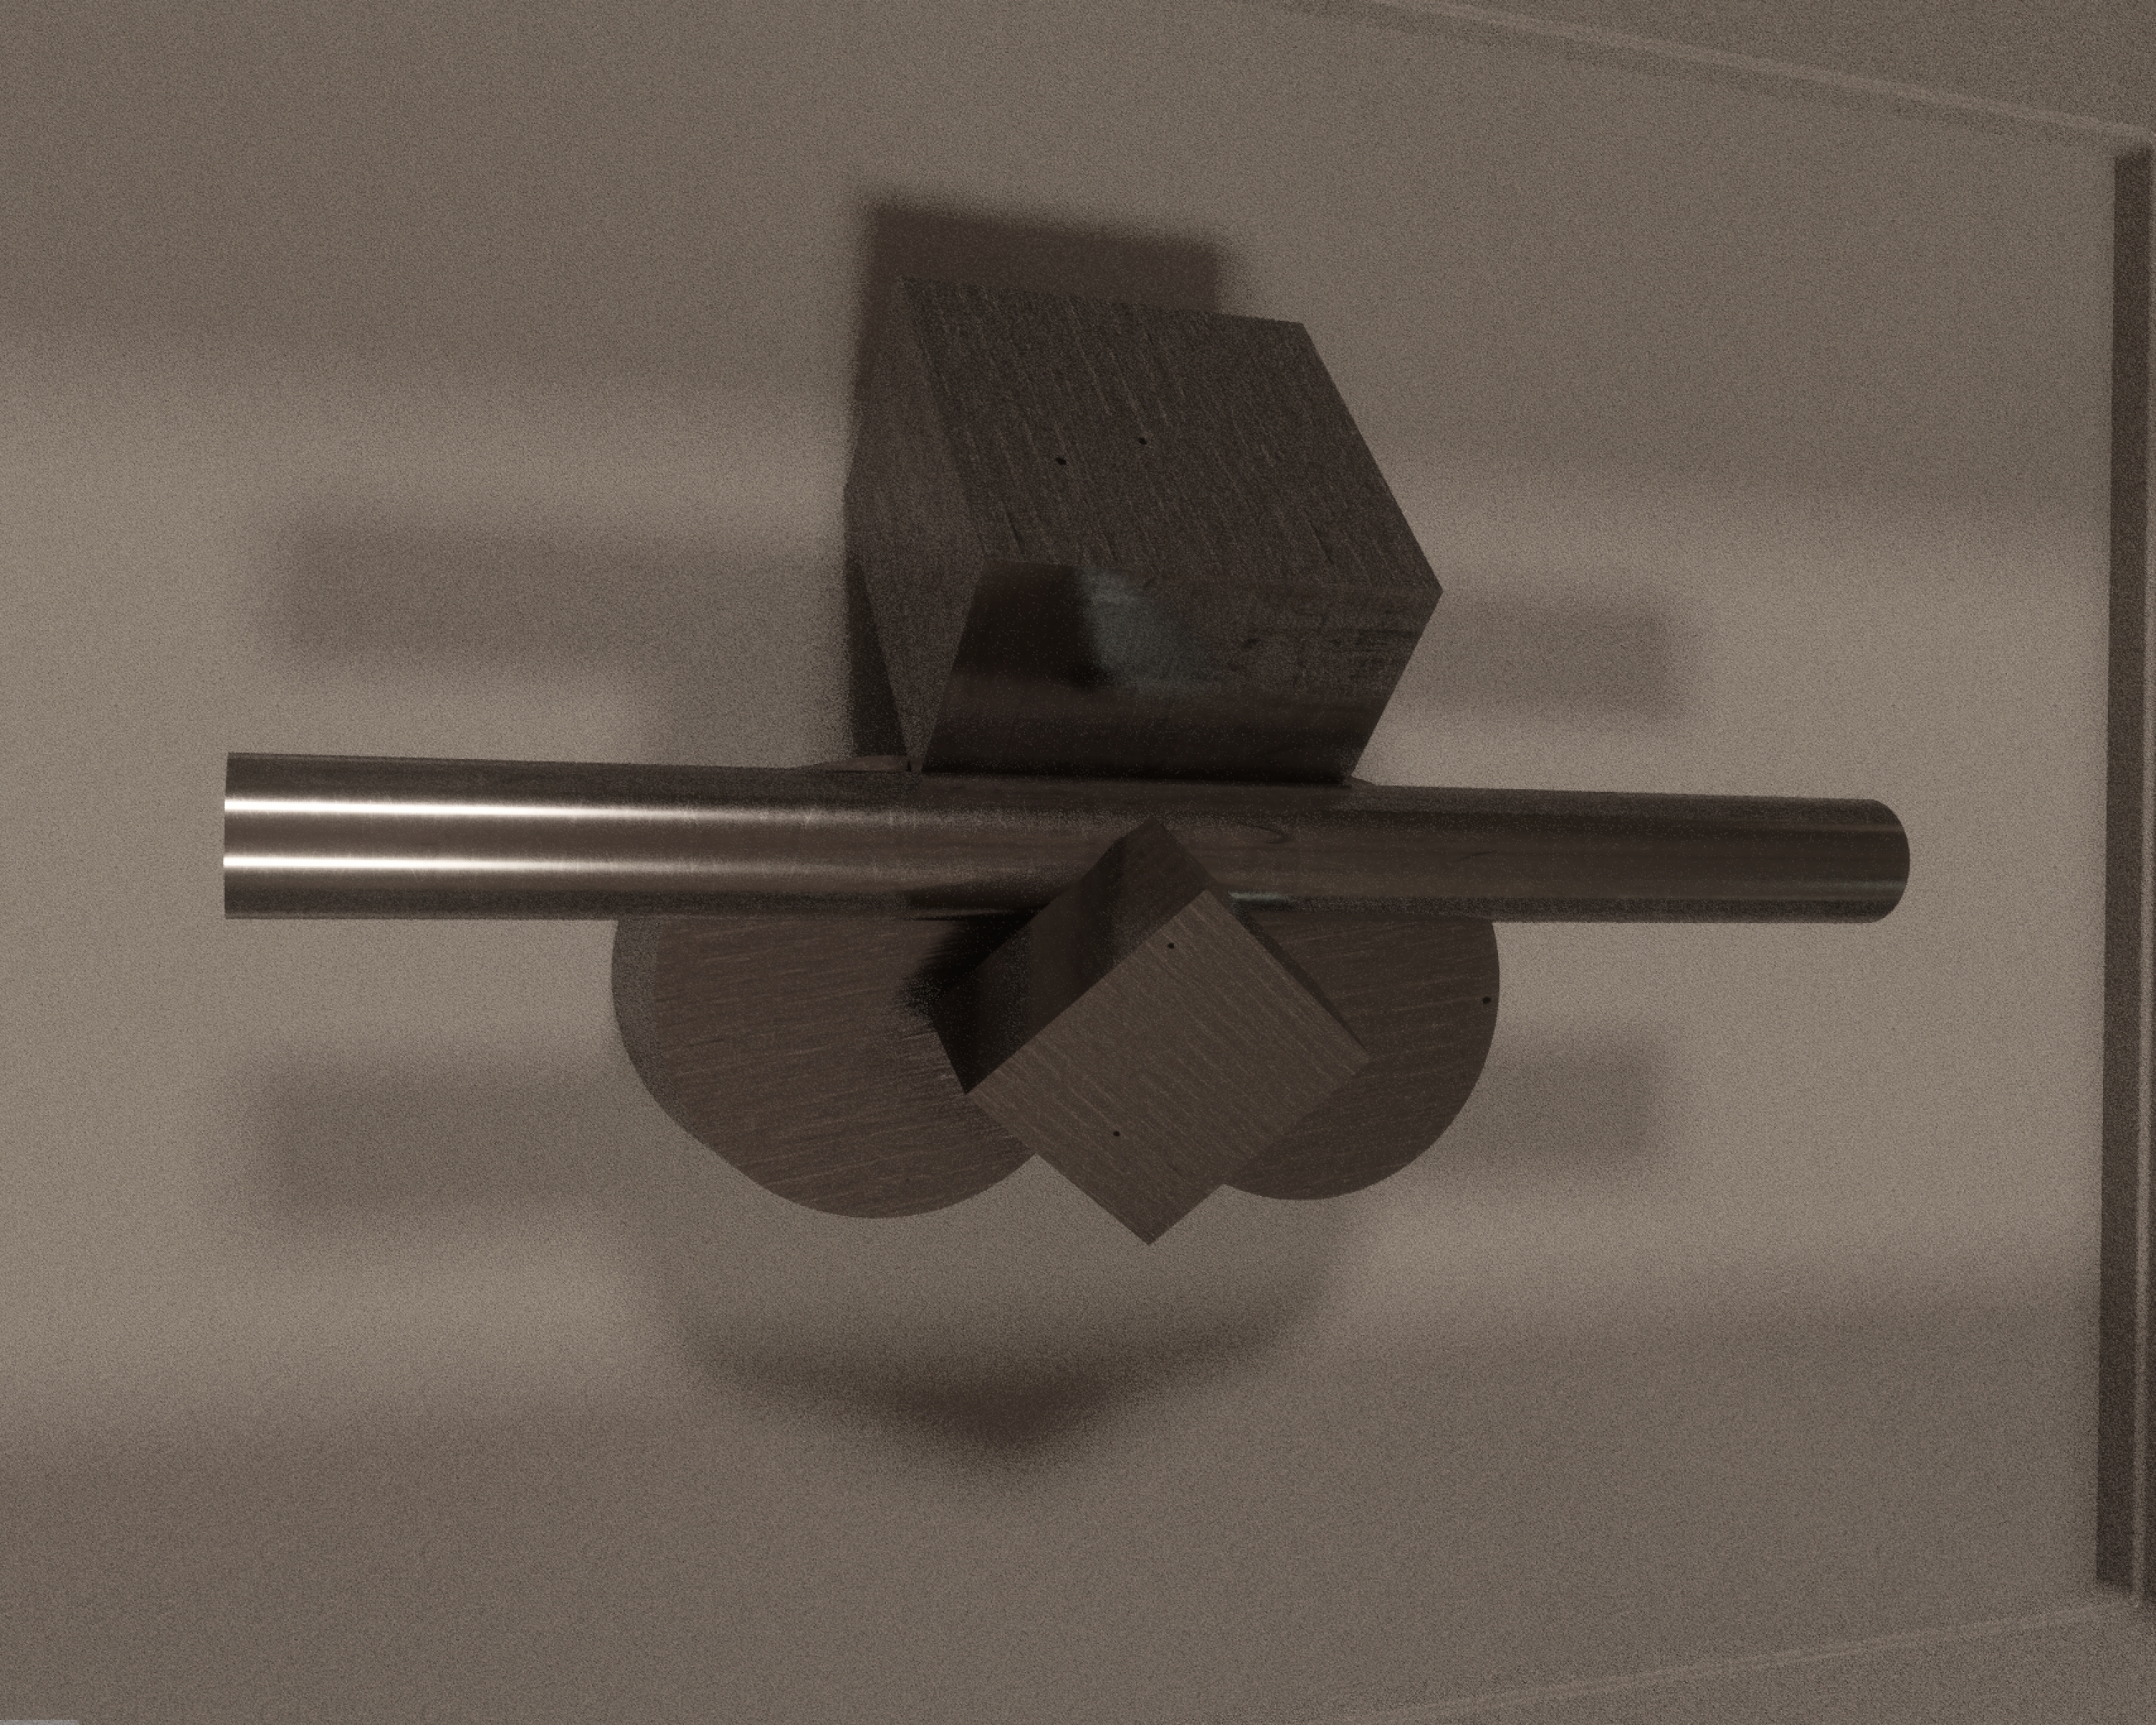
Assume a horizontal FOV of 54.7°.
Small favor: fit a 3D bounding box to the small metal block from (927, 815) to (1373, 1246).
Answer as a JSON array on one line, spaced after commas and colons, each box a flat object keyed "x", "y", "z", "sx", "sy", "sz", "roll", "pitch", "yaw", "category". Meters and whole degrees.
[{"x": 0.012, "y": 0.029, "z": 0.350, "sx": 0.050, "sy": 0.025, "sz": 0.050, "roll": -41, "pitch": 124, "yaw": 6, "category": "small metal block"}]

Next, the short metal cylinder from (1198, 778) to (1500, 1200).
[{"x": 0.035, "y": 0.023, "z": 0.410, "sx": 0.081, "sy": 0.050, "sz": 0.079, "roll": 0, "pitch": 90, "yaw": -21, "category": "short metal cylinder"}]

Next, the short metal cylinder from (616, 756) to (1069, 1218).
[{"x": -0.041, "y": 0.021, "z": 0.382, "sx": 0.081, "sy": 0.050, "sz": 0.079, "roll": 0, "pitch": 90, "yaw": -21, "category": "short metal cylinder"}]

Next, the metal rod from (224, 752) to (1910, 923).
[{"x": 0.015, "y": -0.002, "z": 0.363, "sx": 0.303, "sy": 0.025, "sz": 0.025, "roll": 1, "pitch": 90, "yaw": -21, "category": "metal rod"}]

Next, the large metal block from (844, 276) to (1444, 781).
[{"x": 0.008, "y": -0.058, "z": 0.378, "sx": 0.081, "sy": 0.050, "sz": 0.080, "roll": 1, "pitch": 47, "yaw": -20, "category": "large metal block"}]
